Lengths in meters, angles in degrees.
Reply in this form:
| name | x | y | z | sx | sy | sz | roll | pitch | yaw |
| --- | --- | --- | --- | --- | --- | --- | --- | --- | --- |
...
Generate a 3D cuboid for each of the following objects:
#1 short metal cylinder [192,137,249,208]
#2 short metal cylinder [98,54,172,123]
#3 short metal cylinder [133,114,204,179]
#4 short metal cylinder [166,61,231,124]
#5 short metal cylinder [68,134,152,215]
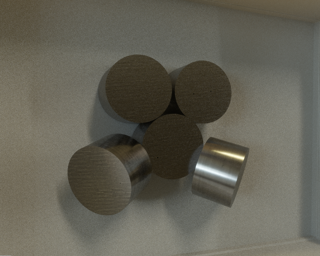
| name | x | y | z | sx | sy | sz | roll | pitch | yaw |
| --- | --- | --- | --- | --- | --- | --- | --- | --- | --- |
| short metal cylinder | 0.080 | 0.057 | 0.404 | 0.050 | 0.080 | 0.080 | 17 | 83 | 20 |
| short metal cylinder | -0.032 | -0.046 | 0.383 | 0.081 | 0.050 | 0.079 | 0 | 90 | -21 |
| short metal cylinder | 0.008 | 0.022 | 0.398 | 0.081 | 0.050 | 0.079 | 0 | 90 | -21 |
| short metal cylinder | 0.047 | -0.046 | 0.414 | 0.081 | 0.050 | 0.079 | 0 | 90 | -21 |
| short metal cylinder | -0.056 | 0.051 | 0.354 | 0.050 | 0.080 | 0.080 | -32 | 105 | -63 |
